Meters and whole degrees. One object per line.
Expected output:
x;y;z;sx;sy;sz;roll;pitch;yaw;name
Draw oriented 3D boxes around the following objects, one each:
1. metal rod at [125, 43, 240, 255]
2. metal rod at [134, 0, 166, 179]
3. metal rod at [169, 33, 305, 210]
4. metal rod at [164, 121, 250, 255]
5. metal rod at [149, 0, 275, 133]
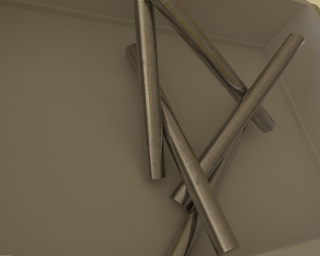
0.015;0.004;0.382;0.025;0.025;0.299;-5;55;-31;metal rod
-0.015;-0.090;0.373;0.025;0.025;0.298;-3;88;-30;metal rod
0.111;-0.021;0.412;0.025;0.025;0.301;40;72;-2;metal rod
0.083;0.047;0.421;0.025;0.025;0.301;38;51;-3;metal rod
0.070;-0.090;0.408;0.300;0.025;0.025;42;47;-29;metal rod
